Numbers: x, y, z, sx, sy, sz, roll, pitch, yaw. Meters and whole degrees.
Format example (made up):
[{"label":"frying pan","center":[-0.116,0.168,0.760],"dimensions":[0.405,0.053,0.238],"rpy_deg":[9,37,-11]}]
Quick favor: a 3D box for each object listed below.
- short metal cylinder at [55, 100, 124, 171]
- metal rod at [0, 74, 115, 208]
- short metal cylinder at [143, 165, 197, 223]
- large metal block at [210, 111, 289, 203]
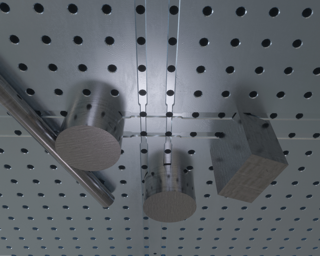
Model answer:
[{"label":"short metal cylinder","center":[-0.089,0.011,0.404],"dimensions":[0.081,0.050,0.079],"rpy_deg":[0,130,0]},{"label":"metal rod","center":[-0.151,0.018,0.425],"dimensions":[0.025,0.025,0.299],"rpy_deg":[-20,128,16]},{"label":"short metal cylinder","center":[0.015,0.104,0.484],"dimensions":[0.081,0.050,0.079],"rpy_deg":[0,131,0]},{"label":"large metal block","center":[0.112,0.039,0.410],"dimensions":[0.050,0.080,0.079],"rpy_deg":[17,128,-14]}]
